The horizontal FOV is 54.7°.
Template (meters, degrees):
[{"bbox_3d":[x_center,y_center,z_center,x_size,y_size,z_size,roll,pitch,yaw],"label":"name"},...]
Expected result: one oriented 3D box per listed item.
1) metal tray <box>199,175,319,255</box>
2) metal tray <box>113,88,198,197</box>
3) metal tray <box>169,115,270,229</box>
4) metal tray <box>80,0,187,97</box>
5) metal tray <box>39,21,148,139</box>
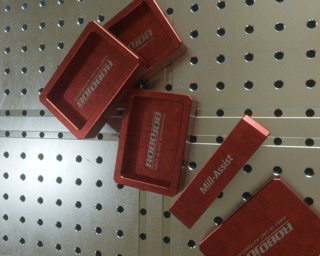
[{"bbox_3d":[0.123,0.131,0.366,0.130,0.030,0.090,-47,76,13],"label":"metal tray"},{"bbox_3d":[-0.007,0.017,0.411,0.090,0.030,0.129,10,93,19],"label":"metal tray"},{"bbox_3d":[0.071,0.046,0.352,0.030,0.090,0.130,40,102,15],"label":"metal tray"},{"bbox_3d":[-0.041,-0.107,0.423,0.130,0.030,0.090,-33,80,16],"label":"metal tray"},{"bbox_3d":[-0.089,-0.060,0.407,0.090,0.030,0.130,42,103,15],"label":"metal tray"}]
